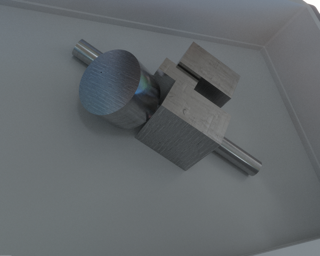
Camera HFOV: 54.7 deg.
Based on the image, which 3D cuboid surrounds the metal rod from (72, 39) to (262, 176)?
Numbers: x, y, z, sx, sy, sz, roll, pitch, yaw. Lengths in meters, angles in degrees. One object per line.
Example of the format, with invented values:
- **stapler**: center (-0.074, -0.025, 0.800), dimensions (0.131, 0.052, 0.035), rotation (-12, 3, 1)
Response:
- **metal rod**: center (0.014, -0.025, 0.429), dimensions (0.301, 0.025, 0.025), rotation (34, 51, -6)

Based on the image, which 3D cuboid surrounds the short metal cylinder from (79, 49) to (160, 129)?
- **short metal cylinder**: center (-0.047, -0.044, 0.364), dimensions (0.050, 0.080, 0.080), rotation (37, 35, -59)

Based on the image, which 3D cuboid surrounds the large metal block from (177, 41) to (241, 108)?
- **large metal block**: center (0.051, -0.058, 0.435), dimensions (0.080, 0.080, 0.050), rotation (35, 51, -6)

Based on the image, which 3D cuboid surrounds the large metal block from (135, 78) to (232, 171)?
- **large metal block**: center (0.027, -0.001, 0.386), dimensions (0.080, 0.080, 0.050), rotation (34, 51, -6)

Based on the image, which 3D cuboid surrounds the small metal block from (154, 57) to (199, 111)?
- **small metal block**: center (0.013, -0.054, 0.400), dimensions (0.050, 0.050, 0.025), rotation (35, 51, -5)
